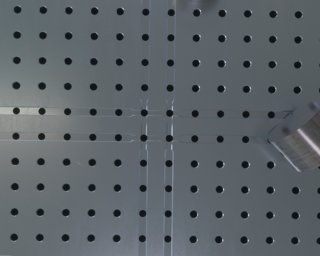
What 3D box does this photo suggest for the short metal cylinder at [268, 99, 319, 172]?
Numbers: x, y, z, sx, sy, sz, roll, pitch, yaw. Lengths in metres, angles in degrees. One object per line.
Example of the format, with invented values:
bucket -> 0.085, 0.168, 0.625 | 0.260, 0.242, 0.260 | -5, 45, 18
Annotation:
short metal cylinder -> 0.185, 0.009, 0.387 | 0.080, 0.080, 0.050 | -42, 90, 0

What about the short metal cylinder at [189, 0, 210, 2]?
short metal cylinder -> 0.054, -0.213, 0.401 | 0.081, 0.050, 0.079 | 0, 90, 0
